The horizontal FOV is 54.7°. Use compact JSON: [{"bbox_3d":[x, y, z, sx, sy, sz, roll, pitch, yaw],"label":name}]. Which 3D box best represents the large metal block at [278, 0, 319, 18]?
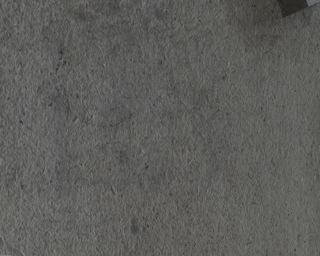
[{"bbox_3d":[0.224,-0.229,0.478,0.081,0.050,0.080,-27,99,-18],"label":"large metal block"}]
